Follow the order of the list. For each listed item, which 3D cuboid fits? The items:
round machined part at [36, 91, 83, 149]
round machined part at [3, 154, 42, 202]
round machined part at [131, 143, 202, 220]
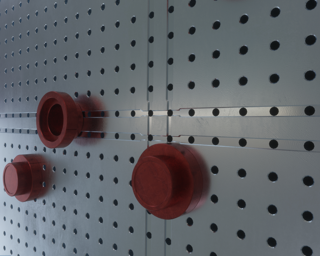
[{"bbox_3d":[-0.172,-0.014,0.542,0.098,0.042,0.097,0,90,40],"label":"round machined part"},{"bbox_3d":[-0.288,0.104,0.639,0.098,0.042,0.097,0,90,40],"label":"round machined part"},{"bbox_3d":[0.002,0.069,0.398,0.098,0.042,0.097,0,90,40],"label":"round machined part"}]
